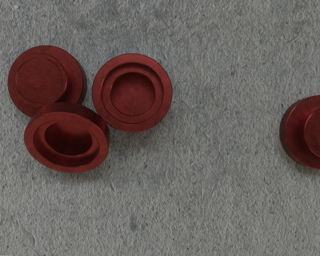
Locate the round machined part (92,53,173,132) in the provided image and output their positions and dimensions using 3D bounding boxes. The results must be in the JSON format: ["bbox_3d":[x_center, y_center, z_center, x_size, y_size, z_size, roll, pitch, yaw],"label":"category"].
[{"bbox_3d":[-0.035,-0.043,0.399,0.099,0.042,0.097,0,88,-3],"label":"round machined part"}]

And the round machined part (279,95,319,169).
[{"bbox_3d":[0.212,0.005,0.403,0.099,0.042,0.097,0,90,0],"label":"round machined part"}]

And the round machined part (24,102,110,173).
[{"bbox_3d":[-0.111,0.008,0.385,0.099,0.042,0.097,-1,129,-1],"label":"round machined part"}]

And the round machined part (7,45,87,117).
[{"bbox_3d":[-0.148,-0.059,0.400,0.099,0.042,0.097,0,90,0],"label":"round machined part"}]
